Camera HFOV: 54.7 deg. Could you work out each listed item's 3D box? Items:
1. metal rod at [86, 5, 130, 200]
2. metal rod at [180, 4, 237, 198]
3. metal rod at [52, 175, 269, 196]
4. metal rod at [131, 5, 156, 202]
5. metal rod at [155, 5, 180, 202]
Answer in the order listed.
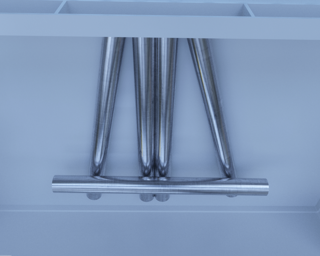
[{"bbox_3d":[-0.074,-0.006,0.402,0.025,0.025,0.298,9,130,-8],"label":"metal rod"},{"bbox_3d":[0.074,-0.009,0.401,0.025,0.025,0.299,-12,129,10],"label":"metal rod"},{"bbox_3d":[0.001,0.082,0.443,0.302,0.025,0.025,1,130,-1],"label":"metal rod"},{"bbox_3d":[-0.019,-0.004,0.404,0.025,0.025,0.298,1,130,-1],"label":"metal rod"},{"bbox_3d":[0.006,-0.004,0.404,0.025,0.025,0.298,0,130,-1],"label":"metal rod"}]
